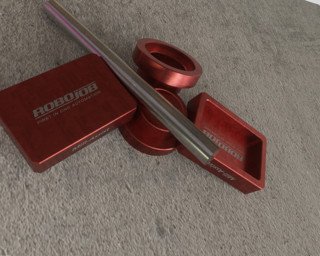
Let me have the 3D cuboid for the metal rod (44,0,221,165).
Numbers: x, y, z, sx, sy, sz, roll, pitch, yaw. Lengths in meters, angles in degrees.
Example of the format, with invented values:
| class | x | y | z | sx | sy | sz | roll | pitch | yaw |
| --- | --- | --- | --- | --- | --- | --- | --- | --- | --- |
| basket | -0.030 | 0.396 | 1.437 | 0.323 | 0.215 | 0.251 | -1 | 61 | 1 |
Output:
| class | x | y | z | sx | sy | sz | roll | pitch | yaw |
| --- | --- | --- | --- | --- | --- | --- | --- | --- | --- |
| metal rod | -0.046 | -0.067 | 0.378 | 0.300 | 0.025 | 0.025 | 44 | 50 | 19 |

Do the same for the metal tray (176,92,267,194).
| class | x | y | z | sx | sy | sz | roll | pitch | yaw |
| --- | --- | --- | --- | --- | --- | --- | --- | --- | --- |
| metal tray | 0.089 | 0.021 | 0.423 | 0.130 | 0.030 | 0.090 | 33 | 51 | -20 |

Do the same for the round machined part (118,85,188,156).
| class | x | y | z | sx | sy | sz | roll | pitch | yaw |
| --- | --- | --- | --- | --- | --- | --- | --- | --- | --- |
| round machined part | -0.004 | -0.016 | 0.403 | 0.099 | 0.042 | 0.098 | 14 | 56 | -21 |

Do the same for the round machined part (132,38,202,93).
| class | x | y | z | sx | sy | sz | roll | pitch | yaw |
| --- | --- | --- | --- | --- | --- | --- | --- | --- | --- |
| round machined part | 0.006 | -0.083 | 0.434 | 0.099 | 0.042 | 0.098 | 20 | 32 | -13 |

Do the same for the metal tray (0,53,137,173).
| class | x | y | z | sx | sy | sz | roll | pitch | yaw |
| --- | --- | --- | --- | --- | --- | --- | --- | --- | --- |
| metal tray | -0.103 | -0.022 | 0.346 | 0.131 | 0.030 | 0.090 | -33 | 77 | -29 |
